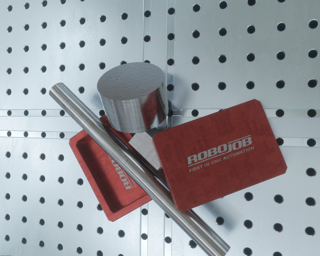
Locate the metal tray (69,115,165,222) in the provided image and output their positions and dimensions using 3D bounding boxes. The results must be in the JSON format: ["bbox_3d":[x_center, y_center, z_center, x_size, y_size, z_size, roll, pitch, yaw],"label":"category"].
[{"bbox_3d":[-0.058,0.050,0.426,0.090,0.030,0.130,-33,80,17],"label":"metal tray"}]

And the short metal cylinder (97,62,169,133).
[{"bbox_3d":[-0.032,-0.039,0.384,0.080,0.080,0.050,9,135,19],"label":"short metal cylinder"}]

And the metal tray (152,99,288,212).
[{"bbox_3d":[0.066,0.030,0.355,0.131,0.030,0.090,-19,83,-6],"label":"metal tray"}]

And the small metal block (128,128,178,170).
[{"bbox_3d":[-0.005,0.025,0.396,0.050,0.050,0.025,42,103,15],"label":"small metal block"}]

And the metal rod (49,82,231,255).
[{"bbox_3d":[-0.035,0.046,0.389,0.300,0.025,0.025,43,103,14],"label":"metal rod"}]
